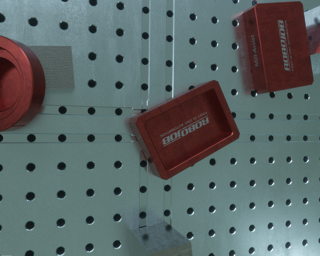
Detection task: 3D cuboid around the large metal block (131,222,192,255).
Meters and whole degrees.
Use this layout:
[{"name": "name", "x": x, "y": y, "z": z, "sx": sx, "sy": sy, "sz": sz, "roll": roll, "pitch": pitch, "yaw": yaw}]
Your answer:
[{"name": "large metal block", "x": 0.003, "y": 0.173, "z": 0.385, "sx": 0.050, "sy": 0.080, "sz": 0.080, "roll": -8, "pitch": 93, "yaw": -20}]

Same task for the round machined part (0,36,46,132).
[{"name": "round machined part", "x": -0.164, "y": -0.045, "z": 0.327, "sx": 0.098, "sy": 0.042, "sz": 0.097, "roll": 1, "pitch": 93, "yaw": 13}]

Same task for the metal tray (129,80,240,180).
[{"name": "metal tray", "x": 0.036, "y": 0.001, "z": 0.422, "sx": 0.131, "sy": 0.030, "sz": 0.090, "roll": -27, "pitch": 99, "yaw": -18}]

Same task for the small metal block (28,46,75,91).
[{"name": "small metal block", "x": -0.129, "y": -0.069, "z": 0.365, "sx": 0.050, "sy": 0.025, "sz": 0.050, "roll": -5, "pitch": 92, "yaw": -20}]

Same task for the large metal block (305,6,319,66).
[{"name": "large metal block", "x": 0.279, "y": -0.145, "z": 0.501, "sx": 0.081, "sy": 0.050, "sz": 0.080, "roll": 12, "pitch": 86, "yaw": -20}]

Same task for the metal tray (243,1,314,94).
[{"name": "metal tray", "x": 0.183, "y": -0.123, "z": 0.477, "sx": 0.091, "sy": 0.030, "sz": 0.129, "roll": -11, "pitch": 94, "yaw": -20}]
